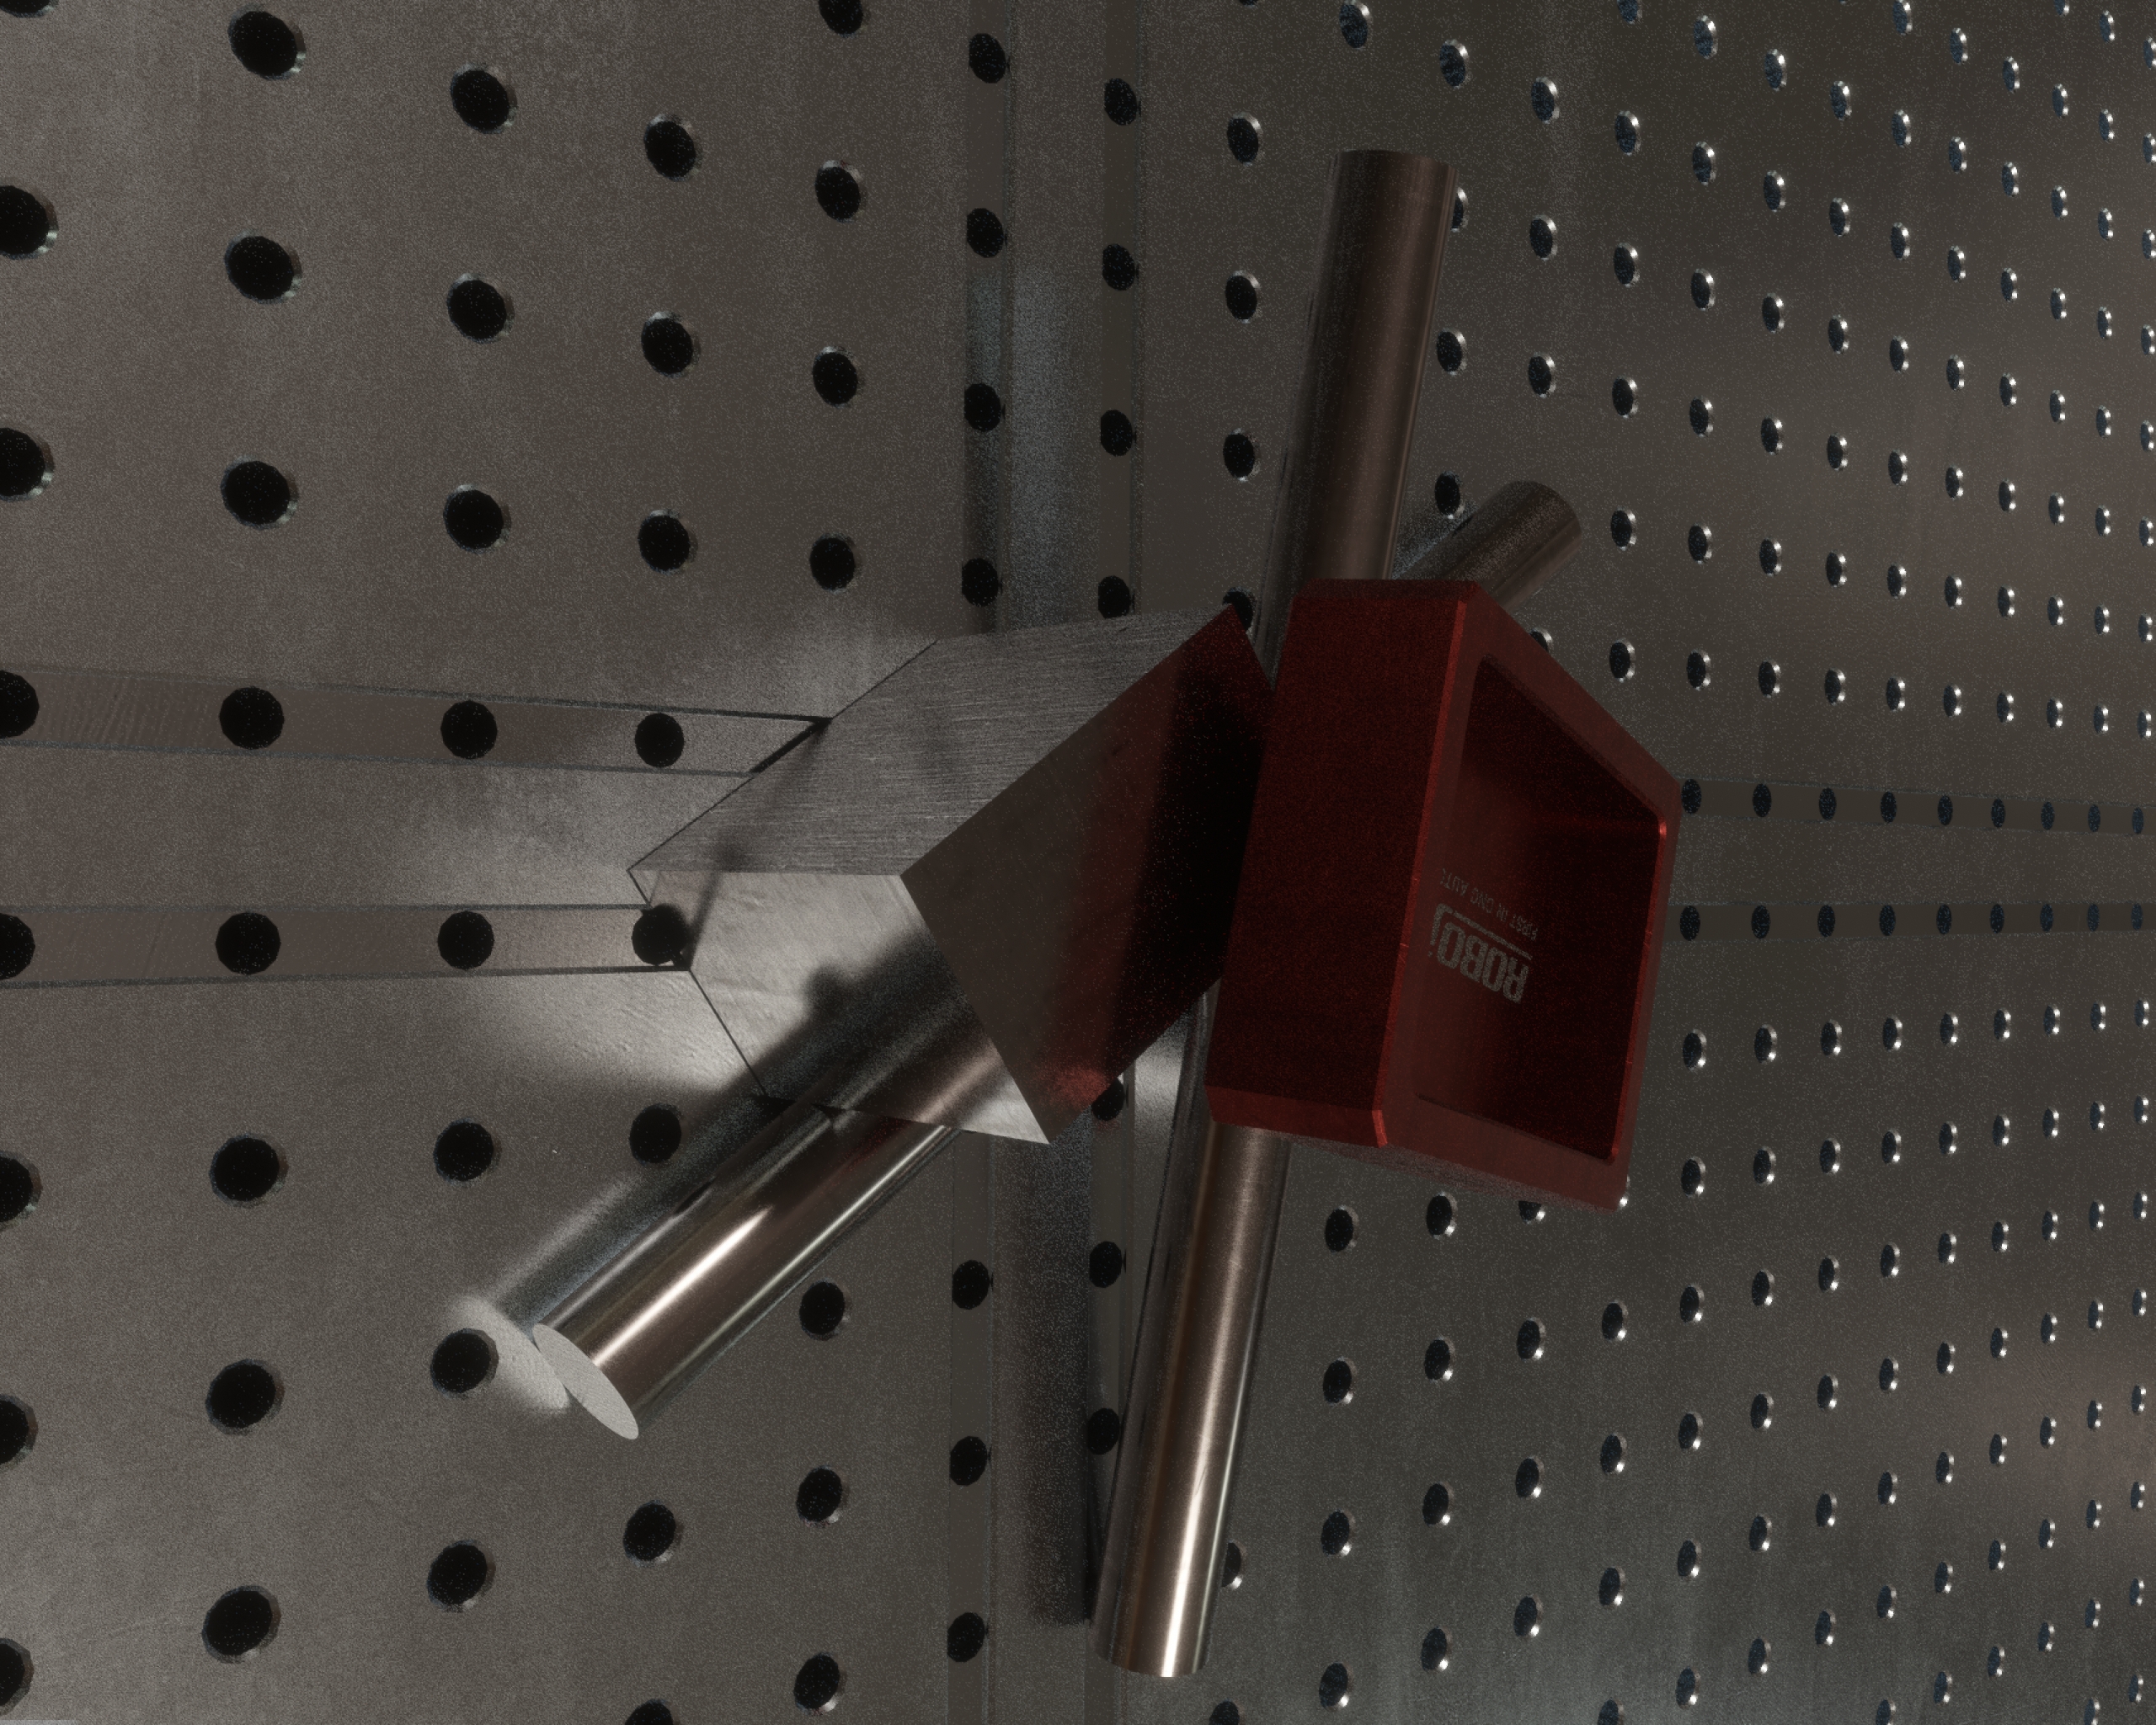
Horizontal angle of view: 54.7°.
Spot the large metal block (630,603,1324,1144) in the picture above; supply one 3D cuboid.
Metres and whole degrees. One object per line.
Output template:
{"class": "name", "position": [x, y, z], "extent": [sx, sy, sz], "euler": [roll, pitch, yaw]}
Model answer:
{"class": "large metal block", "position": [-0.015, 0.000, 0.361], "extent": [0.080, 0.080, 0.050], "euler": [-41, 116, -32]}

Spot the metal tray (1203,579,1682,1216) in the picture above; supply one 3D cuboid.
{"class": "metal tray", "position": [0.072, 0.012, 0.376], "extent": [0.130, 0.030, 0.090], "euler": [25, 74, -57]}

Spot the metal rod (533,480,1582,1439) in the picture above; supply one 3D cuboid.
{"class": "metal rod", "position": [0.015, 0.002, 0.424], "extent": [0.302, 0.025, 0.025], "euler": [-41, 115, -32]}

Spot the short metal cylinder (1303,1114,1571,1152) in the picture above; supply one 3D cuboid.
{"class": "short metal cylinder", "position": [0.072, 0.026, 0.454], "extent": [0.081, 0.050, 0.079], "euler": [0, 90, -40]}

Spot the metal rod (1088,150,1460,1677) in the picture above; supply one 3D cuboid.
{"class": "metal rod", "position": [0.038, 0.013, 0.413], "extent": [0.025, 0.025, 0.298], "euler": [5, 96, -40]}
